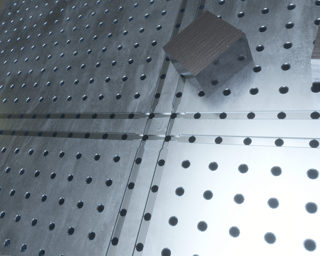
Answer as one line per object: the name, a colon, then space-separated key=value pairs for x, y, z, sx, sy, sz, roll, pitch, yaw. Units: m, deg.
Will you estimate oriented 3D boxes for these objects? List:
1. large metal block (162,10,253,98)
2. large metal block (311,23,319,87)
large metal block: x=0.064 y=-0.101 z=0.422 sx=0.080 sy=0.050 sz=0.080 roll=-40 pitch=51 yaw=1
large metal block: x=0.215 y=-0.089 z=0.334 sx=0.080 sy=0.050 sz=0.080 roll=9 pitch=66 yaw=32
